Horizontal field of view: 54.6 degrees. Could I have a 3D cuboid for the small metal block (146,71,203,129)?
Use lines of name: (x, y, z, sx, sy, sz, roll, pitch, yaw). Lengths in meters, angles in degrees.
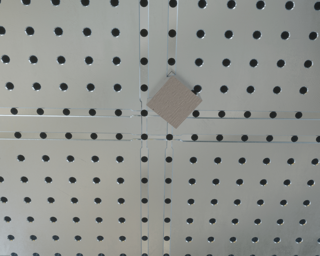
small metal block: (0.018, -0.036, 0.400, 0.050, 0.025, 0.050, 39, 105, -13)
